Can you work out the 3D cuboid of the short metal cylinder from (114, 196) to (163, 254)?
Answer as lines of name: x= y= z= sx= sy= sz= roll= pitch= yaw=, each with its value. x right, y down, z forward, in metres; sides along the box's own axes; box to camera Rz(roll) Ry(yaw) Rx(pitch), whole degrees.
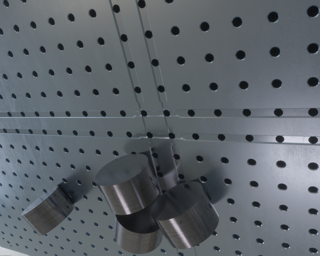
short metal cylinder: x=-0.031 y=0.145 z=0.482 sx=0.080 sy=0.080 sz=0.050 roll=21 pitch=126 yaw=16

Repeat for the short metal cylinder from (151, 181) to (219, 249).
short metal cylinder: x=0.035 y=0.119 z=0.431 sx=0.080 sy=0.080 sz=0.050 roll=-19 pitch=108 yaw=35

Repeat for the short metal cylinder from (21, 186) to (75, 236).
short metal cylinder: x=-0.209 y=0.154 z=0.581 sx=0.080 sy=0.080 sz=0.050 roll=-28 pitch=103 yaw=37

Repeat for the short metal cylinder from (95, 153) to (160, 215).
short metal cylinder: x=-0.046 y=0.079 z=0.449 sx=0.080 sy=0.080 sz=0.050 roll=-7 pitch=115 yaw=31
